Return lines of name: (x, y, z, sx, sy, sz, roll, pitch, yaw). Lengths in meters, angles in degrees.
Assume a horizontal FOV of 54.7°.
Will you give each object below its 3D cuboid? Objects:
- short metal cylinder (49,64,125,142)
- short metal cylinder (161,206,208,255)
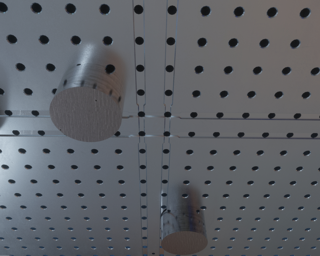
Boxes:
short metal cylinder: (-0.084, -0.029, 0.369, 0.081, 0.050, 0.079, -1, 130, 0)
short metal cylinder: (0.042, 0.183, 0.552, 0.081, 0.050, 0.079, 0, 130, 0)
